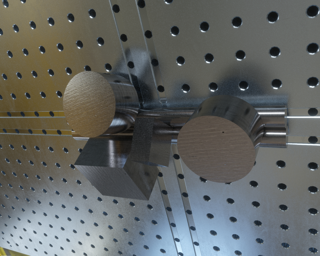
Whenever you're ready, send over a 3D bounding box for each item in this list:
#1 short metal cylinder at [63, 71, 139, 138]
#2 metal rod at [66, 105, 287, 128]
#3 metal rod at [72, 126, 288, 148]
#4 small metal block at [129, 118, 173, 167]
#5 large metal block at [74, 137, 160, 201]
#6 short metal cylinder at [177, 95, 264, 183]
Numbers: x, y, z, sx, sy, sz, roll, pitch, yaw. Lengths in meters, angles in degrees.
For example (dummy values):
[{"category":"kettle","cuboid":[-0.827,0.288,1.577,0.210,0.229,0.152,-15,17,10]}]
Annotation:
[{"category":"short metal cylinder","cuboid":[-0.074,-0.030,0.393,0.080,0.050,0.079,3,96,27]},{"category":"metal rod","cuboid":[0.000,-0.014,0.398,0.300,0.025,0.025,1,119,27]},{"category":"metal rod","cuboid":[0.006,0.008,0.409,0.300,0.025,0.025,1,119,27]},{"category":"small metal block","cuboid":[-0.009,0.018,0.370,0.025,0.050,0.050,1,77,28]},{"category":"large metal block","cuboid":[-0.058,0.057,0.439,0.080,0.050,0.080,-1,138,28]},{"category":"short metal cylinder","cuboid":[0.065,0.011,0.331,0.080,0.050,0.079,13,124,21]}]
